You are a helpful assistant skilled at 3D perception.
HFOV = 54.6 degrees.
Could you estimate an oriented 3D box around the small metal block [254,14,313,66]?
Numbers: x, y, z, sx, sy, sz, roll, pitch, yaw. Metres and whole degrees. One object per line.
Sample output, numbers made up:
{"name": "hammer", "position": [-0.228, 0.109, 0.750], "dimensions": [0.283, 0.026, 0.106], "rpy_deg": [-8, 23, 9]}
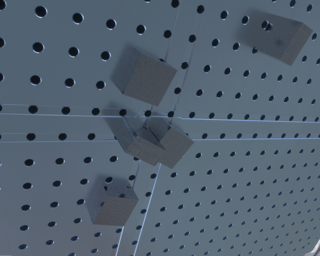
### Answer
{"name": "small metal block", "position": [0.162, -0.117, 0.411], "dimensions": [0.025, 0.050, 0.050], "rpy_deg": [16, 110, -35]}

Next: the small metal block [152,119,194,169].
{"name": "small metal block", "position": [0.011, 0.023, 0.430], "dimensions": [0.050, 0.025, 0.050], "rpy_deg": [32, 100, -38]}

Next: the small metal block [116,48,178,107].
{"name": "small metal block", "position": [-0.016, -0.059, 0.366], "dimensions": [0.050, 0.025, 0.050], "rpy_deg": [17, 109, -35]}

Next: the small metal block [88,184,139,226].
{"name": "small metal block", "position": [-0.066, 0.111, 0.443], "dimensions": [0.050, 0.025, 0.050], "rpy_deg": [17, 109, -35]}

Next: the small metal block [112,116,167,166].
{"name": "small metal block", "position": [-0.026, 0.017, 0.390], "dimensions": [0.050, 0.050, 0.025], "rpy_deg": [31, 101, -38]}
